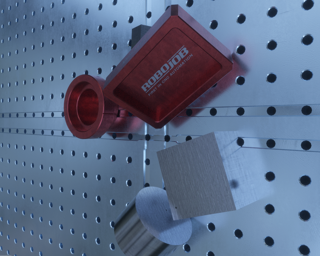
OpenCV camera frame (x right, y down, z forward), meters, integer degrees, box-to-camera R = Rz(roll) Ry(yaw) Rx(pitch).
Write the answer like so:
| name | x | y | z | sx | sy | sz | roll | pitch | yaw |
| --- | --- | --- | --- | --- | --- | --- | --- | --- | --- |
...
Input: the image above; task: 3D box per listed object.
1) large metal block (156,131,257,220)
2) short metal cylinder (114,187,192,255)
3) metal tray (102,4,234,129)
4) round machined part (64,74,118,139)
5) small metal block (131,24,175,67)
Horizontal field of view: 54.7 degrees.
| name | x | y | z | sx | sy | sz | roll | pitch | yaw |
| --- | --- | --- | --- | --- | --- | --- | --- | --- | --- |
| large metal block | 0.051 | 0.053 | 0.350 | 0.080 | 0.050 | 0.080 | -23 | 76 | 37 |
| short metal cylinder | -0.008 | 0.119 | 0.379 | 0.050 | 0.081 | 0.080 | -52 | 60 | 27 |
| metal tray | 0.007 | -0.063 | 0.359 | 0.129 | 0.090 | 0.030 | -40 | 30 | 32 |
| round machined part | -0.103 | -0.032 | 0.481 | 0.098 | 0.042 | 0.097 | 0 | 90 | 39 |
| small metal block | -0.009 | -0.100 | 0.395 | 0.025 | 0.050 | 0.050 | 6 | 94 | 58 |
